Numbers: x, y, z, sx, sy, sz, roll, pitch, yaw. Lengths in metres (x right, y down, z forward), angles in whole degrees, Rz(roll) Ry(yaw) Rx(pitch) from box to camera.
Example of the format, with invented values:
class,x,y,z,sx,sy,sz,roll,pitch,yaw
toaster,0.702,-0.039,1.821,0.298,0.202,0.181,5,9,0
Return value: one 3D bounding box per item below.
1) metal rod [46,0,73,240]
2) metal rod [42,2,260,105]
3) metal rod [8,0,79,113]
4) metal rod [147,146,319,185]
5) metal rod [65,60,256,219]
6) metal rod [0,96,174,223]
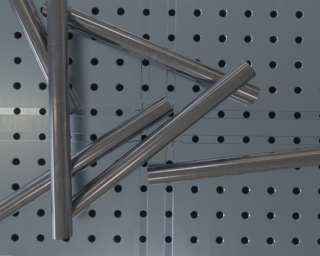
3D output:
class,x,y,z,sx,sy,sz,roll,pitch,yaw
metal rod,-0.125,-0.014,0.386,0.025,0.025,0.298,-1,90,0
metal rod,-0.011,-0.101,0.413,0.301,0.025,0.025,23,90,0
metal rod,-0.182,-0.158,0.412,0.025,0.025,0.299,-25,90,0
metal rod,0.134,0.046,0.414,0.302,0.025,0.025,-7,90,0
metal rod,-0.006,0.019,0.399,0.300,0.025,0.025,-38,90,5
metal rod,-0.115,0.049,0.412,0.301,0.025,0.025,-33,90,0
